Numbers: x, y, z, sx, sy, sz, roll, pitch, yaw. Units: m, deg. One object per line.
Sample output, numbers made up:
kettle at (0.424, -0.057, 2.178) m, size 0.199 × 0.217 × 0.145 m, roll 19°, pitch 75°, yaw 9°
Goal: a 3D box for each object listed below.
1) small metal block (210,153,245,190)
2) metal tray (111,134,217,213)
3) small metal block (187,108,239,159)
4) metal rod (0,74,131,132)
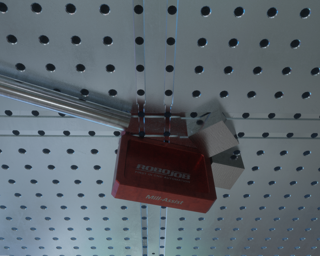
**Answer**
small metal block at (0.092, 0.064, 0.468) m, size 0.050 × 0.025 × 0.050 m, roll 13°, pitch 129°, yaw -11°
metal tray at (0.006, 0.060, 0.420) m, size 0.131 × 0.090 × 0.030 m, roll 12°, pitch 129°, yaw -11°
small metal block at (0.072, 0.009, 0.420) m, size 0.050 × 0.025 × 0.050 m, roll -28°, pitch 125°, yaw 21°
metal rod at (-0.182, -0.049, 0.367) m, size 0.302 × 0.025 × 0.025 m, roll 16°, pitch 128°, yaw -14°
